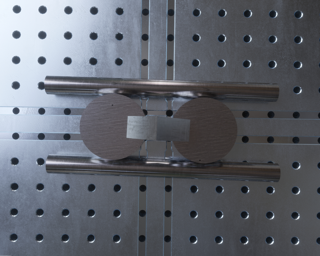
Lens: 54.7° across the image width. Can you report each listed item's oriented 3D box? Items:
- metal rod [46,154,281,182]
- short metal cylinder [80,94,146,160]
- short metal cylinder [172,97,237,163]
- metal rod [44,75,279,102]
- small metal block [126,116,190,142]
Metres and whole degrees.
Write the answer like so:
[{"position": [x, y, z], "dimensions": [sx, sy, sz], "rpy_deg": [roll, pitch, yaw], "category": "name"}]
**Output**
[{"position": [0.005, 0.053, 0.410], "dimensions": [0.302, 0.025, 0.025], "rpy_deg": [2, 90, 0], "category": "metal rod"}, {"position": [-0.056, -0.002, 0.397], "dimensions": [0.081, 0.050, 0.079], "rpy_deg": [0, 90, 0], "category": "short metal cylinder"}, {"position": [0.053, 0.003, 0.398], "dimensions": [0.081, 0.050, 0.079], "rpy_deg": [0, 90, 0], "category": "short metal cylinder"}, {"position": [0.003, -0.052, 0.410], "dimensions": [0.302, 0.025, 0.025], "rpy_deg": [2, 90, 0], "category": "metal rod"}, {"position": [-0.002, 0.001, 0.351], "dimensions": [0.050, 0.050, 0.025], "rpy_deg": [4, 89, -43], "category": "small metal block"}]
